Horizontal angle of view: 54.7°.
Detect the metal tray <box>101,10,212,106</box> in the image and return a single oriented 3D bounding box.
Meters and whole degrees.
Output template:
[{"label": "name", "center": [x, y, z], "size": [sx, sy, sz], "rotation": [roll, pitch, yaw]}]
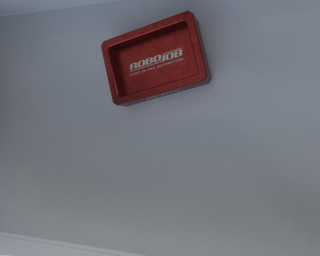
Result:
[{"label": "metal tray", "center": [-0.007, -0.087, 0.409], "size": [0.130, 0.030, 0.090], "rotation": [-14, 86, 19]}]
